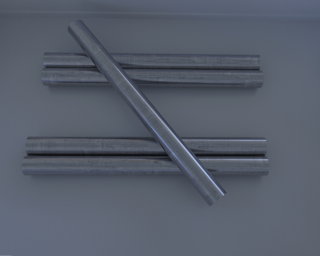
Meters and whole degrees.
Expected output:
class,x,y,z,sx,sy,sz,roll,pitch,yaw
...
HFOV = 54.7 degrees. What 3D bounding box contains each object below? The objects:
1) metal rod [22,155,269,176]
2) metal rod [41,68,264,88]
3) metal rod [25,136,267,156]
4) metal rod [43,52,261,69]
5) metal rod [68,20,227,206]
class,x,y,z,sx,sy,sz,roll,pitch,yaw
metal rod,-0.017,0.047,0.390,0.302,0.025,0.025,0,70,0
metal rod,-0.010,-0.070,0.433,0.302,0.025,0.025,1,70,0
metal rod,-0.017,0.024,0.399,0.302,0.025,0.025,0,70,0
metal rod,-0.011,-0.093,0.441,0.302,0.025,0.025,1,70,0
metal rod,-0.026,-0.030,0.393,0.025,0.025,0.300,-36,74,-12
